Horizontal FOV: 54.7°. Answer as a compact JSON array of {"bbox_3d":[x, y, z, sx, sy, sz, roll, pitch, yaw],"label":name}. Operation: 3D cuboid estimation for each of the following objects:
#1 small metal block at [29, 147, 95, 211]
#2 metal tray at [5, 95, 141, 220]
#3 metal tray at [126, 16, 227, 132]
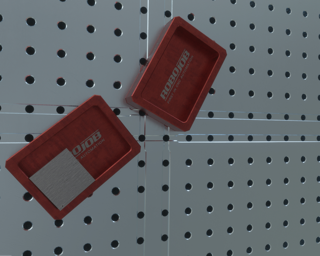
[{"bbox_3d":[-0.112,0.057,0.358,0.050,0.025,0.050,-42,104,-16],"label":"small metal block"},{"bbox_3d":[-0.100,0.032,0.373,0.130,0.030,0.090,-40,103,-16],"label":"metal tray"},{"bbox_3d":[0.024,-0.071,0.419,0.090,0.030,0.130,30,80,-18],"label":"metal tray"}]
